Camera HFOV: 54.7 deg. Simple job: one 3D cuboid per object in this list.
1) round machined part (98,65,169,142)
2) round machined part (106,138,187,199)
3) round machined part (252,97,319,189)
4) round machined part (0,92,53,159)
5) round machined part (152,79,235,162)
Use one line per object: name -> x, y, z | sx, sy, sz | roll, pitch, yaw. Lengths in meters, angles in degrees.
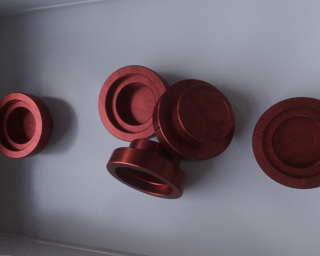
round machined part -> -0.028, -0.031, 0.411 | 0.098, 0.042, 0.097 | 0, 90, 20
round machined part -> -0.013, 0.048, 0.385 | 0.098, 0.098, 0.042 | 12, 62, 19
round machined part -> 0.156, 0.016, 0.346 | 0.098, 0.042, 0.097 | 0, 90, 20
round machined part -> -0.205, -0.004, 0.474 | 0.098, 0.042, 0.097 | 0, 90, 20
round machined part -> 0.044, -0.012, 0.357 | 0.099, 0.042, 0.098 | 5, 74, -18
